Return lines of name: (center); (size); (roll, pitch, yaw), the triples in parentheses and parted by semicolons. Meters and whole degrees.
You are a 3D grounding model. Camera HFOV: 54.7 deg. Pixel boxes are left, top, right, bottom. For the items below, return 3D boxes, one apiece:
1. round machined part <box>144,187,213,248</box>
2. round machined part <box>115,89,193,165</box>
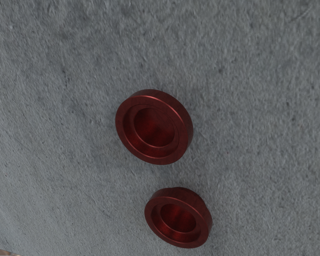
round machined part: (0.030, 0.127, 0.457); (0.098, 0.042, 0.097); (13, 124, 20)
round machined part: (-0.004, -0.005, 0.394); (0.098, 0.042, 0.097); (13, 124, 20)
